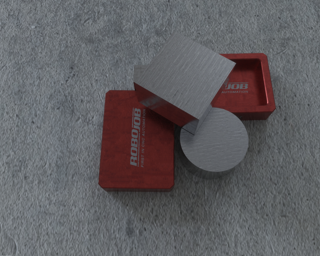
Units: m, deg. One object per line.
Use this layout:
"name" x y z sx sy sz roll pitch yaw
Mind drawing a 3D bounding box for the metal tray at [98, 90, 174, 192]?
"metal tray" -0.027 0.016 0.402 0.091 0.030 0.130 1 70 0

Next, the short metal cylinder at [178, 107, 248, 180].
"short metal cylinder" 0.064 0.021 0.389 0.080 0.050 0.080 0 70 0

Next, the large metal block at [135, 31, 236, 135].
"large metal block" 0.029 -0.052 0.361 0.080 0.050 0.080 31 73 10

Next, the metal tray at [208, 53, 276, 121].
"metal tray" 0.084 -0.056 0.428 0.131 0.030 0.090 -1 70 -1

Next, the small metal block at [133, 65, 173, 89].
"small metal block" -0.008 -0.061 0.418 0.050 0.050 0.025 1 70 0
